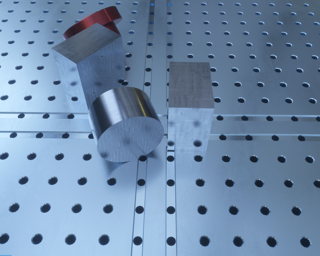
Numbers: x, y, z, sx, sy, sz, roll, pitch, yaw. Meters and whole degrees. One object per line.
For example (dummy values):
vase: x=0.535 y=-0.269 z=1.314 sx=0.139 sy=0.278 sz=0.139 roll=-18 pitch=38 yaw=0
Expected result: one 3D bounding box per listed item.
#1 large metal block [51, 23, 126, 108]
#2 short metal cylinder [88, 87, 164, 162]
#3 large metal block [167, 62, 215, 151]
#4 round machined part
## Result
large metal block: x=-0.098 y=-0.091 z=0.447 sx=0.050 sy=0.080 sz=0.080 roll=33 pitch=58 yaw=24
short metal cylinder: x=-0.042 y=-0.003 z=0.374 sx=0.081 sy=0.080 sz=0.050 roll=-15 pitch=52 yaw=-13
large metal block: x=0.036 y=-0.027 z=0.395 sx=0.050 sy=0.080 sz=0.080 roll=1 pitch=50 yaw=1
round machined part: x=-0.103 y=-0.153 z=0.502 sx=0.098 sy=0.042 sz=0.098 roll=-28 pitch=14 yaw=8
